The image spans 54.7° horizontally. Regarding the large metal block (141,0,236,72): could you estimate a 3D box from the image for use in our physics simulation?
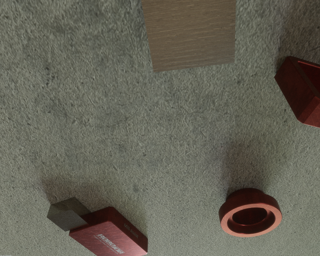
[{"bbox_3d":[0.028,-0.106,0.301,0.080,0.050,0.080,-6,130,5],"label":"large metal block"}]

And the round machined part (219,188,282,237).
[{"bbox_3d":[0.147,0.137,0.515,0.099,0.042,0.097,-1,130,0],"label":"round machined part"}]

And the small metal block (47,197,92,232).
[{"bbox_3d":[-0.155,0.149,0.532,0.050,0.025,0.050,-21,128,16],"label":"small metal block"}]

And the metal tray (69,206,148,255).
[{"bbox_3d":[-0.092,0.203,0.576,0.090,0.030,0.130,-23,127,17],"label":"metal tray"}]

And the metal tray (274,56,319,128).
[{"bbox_3d":[0.202,-0.030,0.341,0.131,0.090,0.030,13,129,-11],"label":"metal tray"}]
